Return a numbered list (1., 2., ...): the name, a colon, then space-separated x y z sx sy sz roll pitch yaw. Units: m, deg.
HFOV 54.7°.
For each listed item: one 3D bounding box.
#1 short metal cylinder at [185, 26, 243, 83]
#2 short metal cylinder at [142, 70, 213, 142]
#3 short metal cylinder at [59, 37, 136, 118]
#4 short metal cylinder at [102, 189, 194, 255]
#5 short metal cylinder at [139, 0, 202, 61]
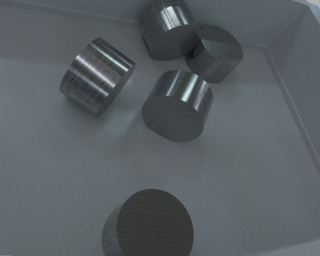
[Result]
1. short metal cylinder: 0.088 -0.121 0.511 0.081 0.050 0.080 14 56 -21
2. short metal cylinder: 0.023 -0.028 0.400 0.080 0.080 0.050 32 52 -8
3. short metal cylinder: -0.072 -0.059 0.367 0.050 0.080 0.080 37 51 -4
4. short metal cylinder: -0.013 0.108 0.316 0.081 0.050 0.080 14 56 -21
5. short metal cylinder: 0.016 -0.147 0.468 0.081 0.080 0.050 -10 67 -32
